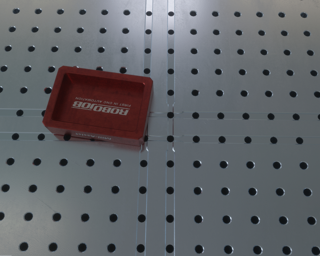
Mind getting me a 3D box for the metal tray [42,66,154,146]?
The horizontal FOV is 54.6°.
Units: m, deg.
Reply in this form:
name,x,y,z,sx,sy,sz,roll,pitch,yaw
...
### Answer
name,x,y,z,sx,sy,sz,roll,pitch,yaw
metal tray,-0.080,-0.031,0.419,0.131,0.030,0.090,8,70,3
